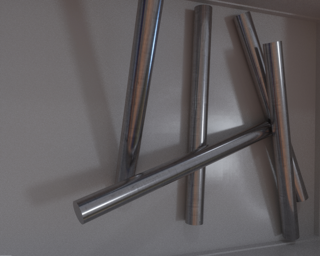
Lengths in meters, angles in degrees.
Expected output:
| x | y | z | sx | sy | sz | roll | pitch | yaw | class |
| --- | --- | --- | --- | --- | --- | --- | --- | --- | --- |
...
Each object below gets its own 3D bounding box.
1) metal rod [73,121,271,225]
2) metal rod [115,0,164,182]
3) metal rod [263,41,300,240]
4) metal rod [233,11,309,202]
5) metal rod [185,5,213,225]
| x | y | z | sx | sy | sz | roll | pitch | yaw | class |
| --- | --- | --- | --- | --- | --- | --- | --- | --- | --- |
| 0.039 | 0.043 | 0.390 | 0.302 | 0.025 | 0.025 | -19 | 97 | -32 | metal rod |
| -0.022 | -0.057 | 0.337 | 0.025 | 0.025 | 0.298 | 1 | 115 | -20 | metal rod |
| 0.180 | 0.026 | 0.455 | 0.025 | 0.025 | 0.298 | -15 | 103 | -19 | metal rod |
| 0.171 | -0.027 | 0.473 | 0.025 | 0.025 | 0.299 | -23 | 98 | -19 | metal rod |
| 0.054 | -0.018 | 0.430 | 0.025 | 0.025 | 0.298 | 3 | 89 | -20 | metal rod |
